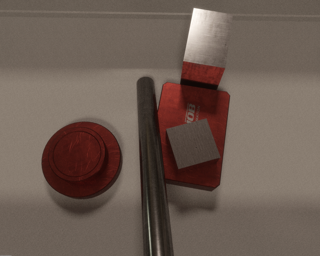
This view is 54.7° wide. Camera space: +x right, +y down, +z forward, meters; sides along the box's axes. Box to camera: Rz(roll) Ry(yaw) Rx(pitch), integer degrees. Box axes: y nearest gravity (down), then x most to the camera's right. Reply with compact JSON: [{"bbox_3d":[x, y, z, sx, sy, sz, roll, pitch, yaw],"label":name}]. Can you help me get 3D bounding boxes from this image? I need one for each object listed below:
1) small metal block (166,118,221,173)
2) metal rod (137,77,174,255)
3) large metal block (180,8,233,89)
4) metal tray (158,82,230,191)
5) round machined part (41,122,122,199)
[{"bbox_3d":[0.038,0.021,0.370,0.050,0.025,0.050,-15,71,-6],"label":"small metal block"},{"bbox_3d":[-0.009,0.041,0.325,0.025,0.025,0.300,-4,43,-2],"label":"metal rod"},{"bbox_3d":[0.060,-0.098,0.417,0.050,0.080,0.080,11,70,3],"label":"large metal block"},{"bbox_3d":[0.038,0.010,0.404,0.091,0.030,0.130,10,70,3],"label":"metal tray"},{"bbox_3d":[-0.098,0.037,0.386,0.099,0.042,0.098,0,70,-1],"label":"round machined part"}]
